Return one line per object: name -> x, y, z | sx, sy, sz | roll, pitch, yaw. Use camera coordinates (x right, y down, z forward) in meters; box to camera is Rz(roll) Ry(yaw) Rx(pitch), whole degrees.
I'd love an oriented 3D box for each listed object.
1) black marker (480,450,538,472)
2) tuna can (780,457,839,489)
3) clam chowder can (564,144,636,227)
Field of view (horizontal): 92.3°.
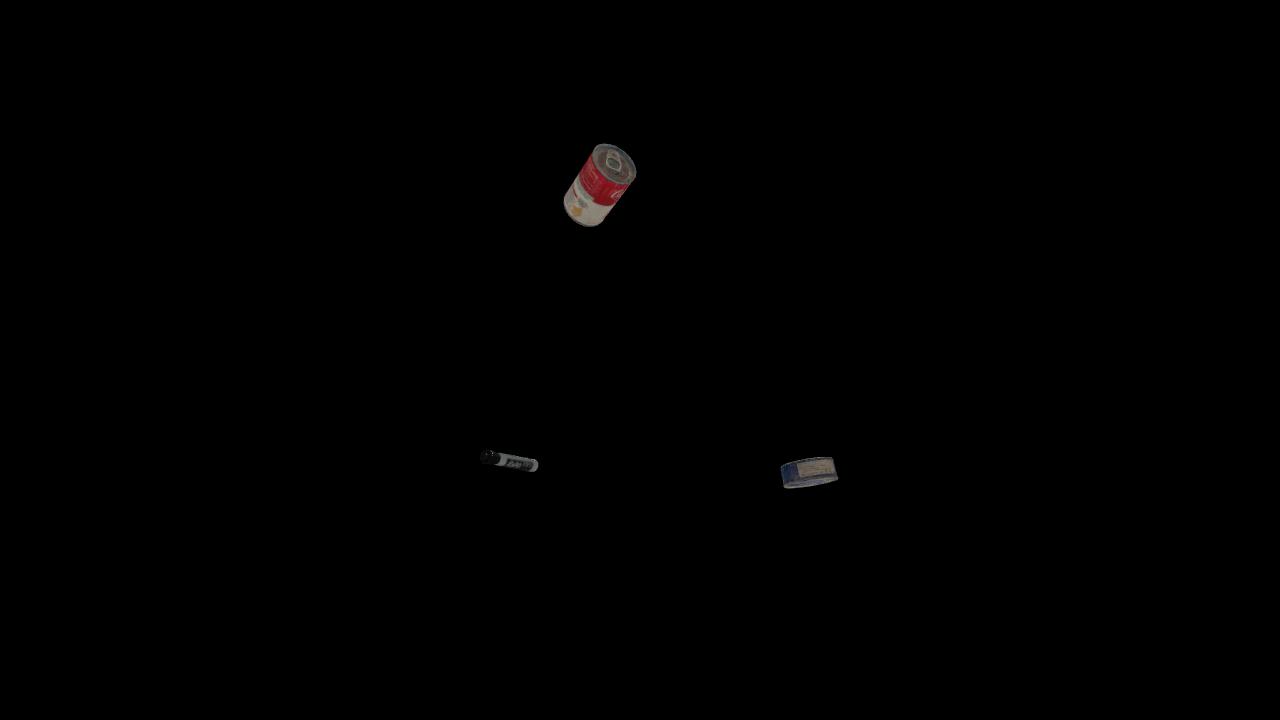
black marker -> -0.179, 0.139, 0.845 | 0.020, 0.020, 0.121 | 0, -15, 23
tuna can -> 0.262, 0.176, 0.957 | 0.084, 0.034, 0.084 | -7, -20, -3
clam chowder can -> -0.059, -0.244, 0.868 | 0.068, 0.068, 0.102 | 0, -25, -34
